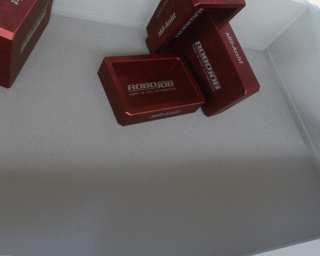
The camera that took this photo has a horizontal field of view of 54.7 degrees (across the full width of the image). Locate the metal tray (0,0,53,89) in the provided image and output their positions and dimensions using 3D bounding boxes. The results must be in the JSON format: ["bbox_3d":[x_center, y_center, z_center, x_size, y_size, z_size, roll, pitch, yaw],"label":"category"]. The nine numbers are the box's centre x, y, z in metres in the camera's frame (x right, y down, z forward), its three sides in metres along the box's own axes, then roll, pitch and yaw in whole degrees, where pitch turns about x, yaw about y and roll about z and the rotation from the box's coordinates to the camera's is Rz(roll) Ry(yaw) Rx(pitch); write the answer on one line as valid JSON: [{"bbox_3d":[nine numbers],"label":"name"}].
[{"bbox_3d":[-0.158,-0.120,0.352,0.030,0.090,0.130,22,54,-16],"label":"metal tray"}]

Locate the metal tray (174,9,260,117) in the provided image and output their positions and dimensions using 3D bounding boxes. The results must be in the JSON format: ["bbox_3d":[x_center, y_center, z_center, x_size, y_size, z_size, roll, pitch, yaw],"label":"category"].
[{"bbox_3d":[0.077,-0.092,0.449,0.030,0.090,0.129,-17,79,-35],"label":"metal tray"}]

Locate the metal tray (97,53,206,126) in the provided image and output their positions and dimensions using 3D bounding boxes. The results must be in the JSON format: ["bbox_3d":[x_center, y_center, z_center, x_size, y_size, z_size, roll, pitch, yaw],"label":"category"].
[{"bbox_3d":[-0.010,-0.058,0.432,0.131,0.030,0.090,-12,68,-33],"label":"metal tray"}]

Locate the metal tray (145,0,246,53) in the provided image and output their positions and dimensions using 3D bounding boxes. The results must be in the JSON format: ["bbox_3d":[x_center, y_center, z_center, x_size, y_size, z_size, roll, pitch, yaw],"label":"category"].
[{"bbox_3d":[0.046,-0.150,0.445,0.091,0.129,0.030,-14,79,-32],"label":"metal tray"}]

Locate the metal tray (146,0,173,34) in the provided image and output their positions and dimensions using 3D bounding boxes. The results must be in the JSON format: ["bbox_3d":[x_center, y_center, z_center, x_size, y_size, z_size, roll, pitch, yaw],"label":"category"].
[{"bbox_3d":[0.046,-0.178,0.471,0.091,0.129,0.030,1,62,-28],"label":"metal tray"}]
